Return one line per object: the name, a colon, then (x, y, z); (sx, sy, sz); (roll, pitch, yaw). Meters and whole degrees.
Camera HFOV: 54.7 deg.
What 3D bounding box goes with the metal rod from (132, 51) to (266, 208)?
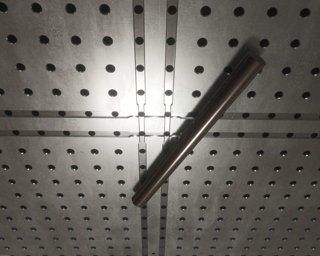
metal rod: (0.036, 0.021, 0.430); (0.025, 0.025, 0.298); (23, 126, -19)
